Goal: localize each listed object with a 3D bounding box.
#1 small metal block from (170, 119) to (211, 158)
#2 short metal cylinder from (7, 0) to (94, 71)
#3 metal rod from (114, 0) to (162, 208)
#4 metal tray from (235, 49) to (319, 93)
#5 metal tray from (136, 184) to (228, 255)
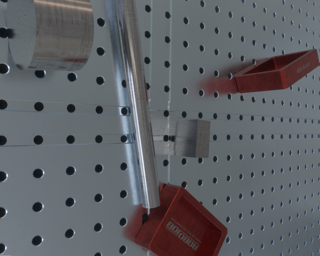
[{"bbox_3d":[0.041,0.014,0.428,0.025,0.050,0.050,6,86,-40],"label":"small metal block"},{"bbox_3d":[-0.103,-0.094,0.287,0.050,0.080,0.079,-8,95,-40],"label":"short metal cylinder"},{"bbox_3d":[-0.029,-0.048,0.385,0.025,0.025,0.298,-12,98,-39],"label":"metal rod"},{"bbox_3d":[0.205,-0.099,0.538,0.131,0.090,0.030,-30,109,-36],"label":"metal tray"},{"bbox_3d":[0.036,0.151,0.436,0.130,0.030,0.090,46,62,-30],"label":"metal tray"}]
